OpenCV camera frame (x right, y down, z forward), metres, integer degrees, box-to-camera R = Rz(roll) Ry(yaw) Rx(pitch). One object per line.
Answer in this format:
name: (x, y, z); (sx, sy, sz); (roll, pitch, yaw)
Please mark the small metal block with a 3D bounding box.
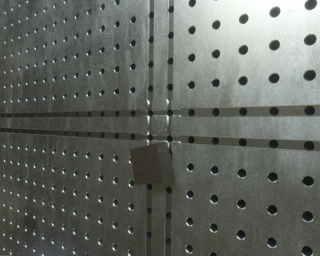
small metal block: (-0.011, 0.049, 0.420); (0.050, 0.025, 0.050); (-15, 80, 39)
